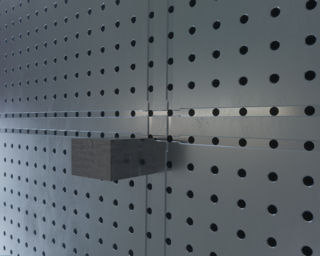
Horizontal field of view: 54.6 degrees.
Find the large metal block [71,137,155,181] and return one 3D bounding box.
[{"bbox_3d":[-0.064,0.039,0.428,0.080,0.081,0.050,0,90,40],"label":"large metal block"}]
